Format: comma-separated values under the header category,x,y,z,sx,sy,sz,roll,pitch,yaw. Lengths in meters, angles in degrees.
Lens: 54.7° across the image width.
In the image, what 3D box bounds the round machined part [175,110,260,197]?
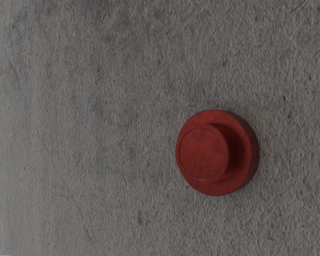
category,x,y,z,sx,sy,sz,roll,pitch,yaw
round machined part,0.056,0.028,0.347,0.098,0.042,0.097,0,90,40
